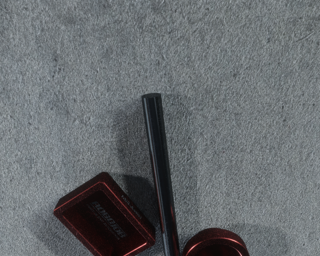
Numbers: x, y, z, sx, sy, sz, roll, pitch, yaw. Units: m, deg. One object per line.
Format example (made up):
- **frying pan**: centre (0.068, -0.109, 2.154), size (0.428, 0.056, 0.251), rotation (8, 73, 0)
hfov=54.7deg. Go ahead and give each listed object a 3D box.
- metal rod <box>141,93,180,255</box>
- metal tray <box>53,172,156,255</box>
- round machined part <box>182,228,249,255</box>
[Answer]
- **metal rod**: centre (0.006, 0.097, 0.445), size (0.025, 0.025, 0.298), rotation (-7, 110, 2)
- **metal tray**: centre (-0.078, 0.138, 0.456), size (0.090, 0.030, 0.130), rotation (-33, 107, 11)
- **round machined part**: centre (0.083, 0.193, 0.473), size (0.099, 0.042, 0.097), rotation (0, 110, -1)
